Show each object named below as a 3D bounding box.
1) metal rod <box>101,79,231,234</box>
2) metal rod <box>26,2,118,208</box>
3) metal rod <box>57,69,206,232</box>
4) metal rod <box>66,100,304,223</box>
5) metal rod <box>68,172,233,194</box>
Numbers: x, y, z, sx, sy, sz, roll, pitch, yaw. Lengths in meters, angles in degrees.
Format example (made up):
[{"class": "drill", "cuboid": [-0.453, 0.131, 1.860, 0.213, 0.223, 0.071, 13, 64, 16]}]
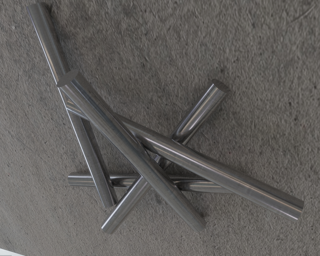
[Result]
[{"class": "metal rod", "cuboid": [-0.007, 0.056, 0.420, 0.025, 0.025, 0.298, 38, 121, 3]}, {"class": "metal rod", "cuboid": [-0.117, -0.020, 0.438, 0.025, 0.025, 0.298, -6, 110, 31]}, {"class": "metal rod", "cuboid": [-0.014, 0.049, 0.379, 0.025, 0.025, 0.300, -9, 135, 32]}, {"class": "metal rod", "cuboid": [0.014, 0.027, 0.367, 0.301, 0.025, 0.025, 25, 127, 17]}, {"class": "metal rod", "cuboid": [-0.022, 0.081, 0.468, 0.300, 0.025, 0.025, -4, 117, 30]}]
